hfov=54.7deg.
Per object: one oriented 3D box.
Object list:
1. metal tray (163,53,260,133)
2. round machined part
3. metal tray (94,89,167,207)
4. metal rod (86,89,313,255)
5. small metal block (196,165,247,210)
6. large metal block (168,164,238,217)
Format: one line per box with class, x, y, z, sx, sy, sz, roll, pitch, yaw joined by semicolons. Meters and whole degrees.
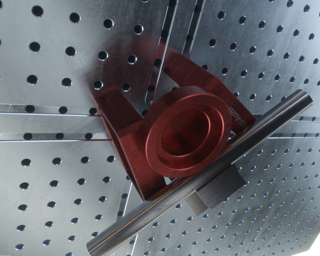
metal tray;0.071;-0.032;0.389;0.030;0.090;0.130;-49;129;7
round machined part;0.023;0.001;0.325;0.099;0.042;0.097;-14;125;-21
metal tray;-0.031;0.028;0.370;0.030;0.090;0.129;-26;128;-12
metal rod;0.049;0.050;0.354;0.301;0.025;0.025;-35;129;-5
small metal block;0.070;0.069;0.372;0.050;0.050;0.025;-37;85;-4
large metal block;0.056;0.063;0.443;0.080;0.080;0.050;-36;129;-5
